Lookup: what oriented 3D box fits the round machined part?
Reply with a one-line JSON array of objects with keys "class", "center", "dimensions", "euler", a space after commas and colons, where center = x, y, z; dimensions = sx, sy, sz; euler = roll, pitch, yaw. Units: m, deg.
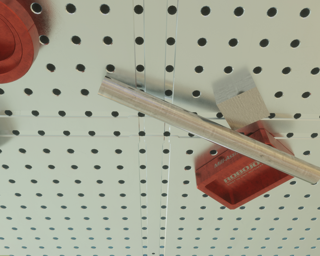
[{"class": "round machined part", "center": [-0.173, -0.097, 0.315], "dimensions": [0.099, 0.042, 0.097], "euler": [-1, 130, 0]}]

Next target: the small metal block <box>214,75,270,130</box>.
[{"class": "small metal block", "center": [0.103, -0.030, 0.388], "dimensions": [0.050, 0.025, 0.050], "euler": [-25, 126, 19]}]

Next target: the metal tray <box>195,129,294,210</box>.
[{"class": "metal tray", "center": [0.130, 0.067, 0.467], "dimensions": [0.090, 0.030, 0.130], "euler": [36, 121, -27]}]

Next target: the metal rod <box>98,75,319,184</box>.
[{"class": "metal rod", "center": [0.069, 0.006, 0.390], "dimensions": [0.302, 0.025, 0.025], "euler": [23, 127, -9]}]
